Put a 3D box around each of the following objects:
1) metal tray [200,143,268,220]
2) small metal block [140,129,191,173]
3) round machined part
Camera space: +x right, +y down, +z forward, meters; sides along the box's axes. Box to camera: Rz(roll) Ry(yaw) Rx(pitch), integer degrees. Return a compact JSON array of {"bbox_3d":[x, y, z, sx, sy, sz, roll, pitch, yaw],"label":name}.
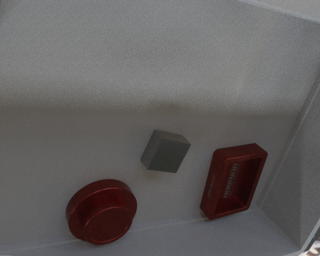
[{"bbox_3d":[0.126,0.093,0.533,0.091,0.030,0.129,-6,121,-26],"label":"metal tray"},{"bbox_3d":[0.008,0.034,0.436,0.050,0.025,0.050,13,112,-34],"label":"small metal block"},{"bbox_3d":[-0.077,0.124,0.433,0.099,0.042,0.097,-14,124,-21],"label":"round machined part"}]
